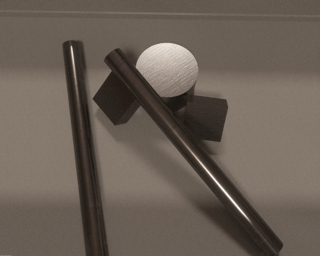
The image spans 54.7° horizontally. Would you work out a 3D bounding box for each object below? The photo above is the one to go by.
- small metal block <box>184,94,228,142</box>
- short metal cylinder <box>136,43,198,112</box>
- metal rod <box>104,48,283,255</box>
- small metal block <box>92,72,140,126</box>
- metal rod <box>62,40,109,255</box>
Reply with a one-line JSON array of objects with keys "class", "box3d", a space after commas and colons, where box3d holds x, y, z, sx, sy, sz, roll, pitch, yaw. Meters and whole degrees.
[{"class": "small metal block", "box3d": [0.057, -0.013, 0.400, 0.050, 0.050, 0.025, 8, 28, 2]}, {"class": "short metal cylinder", "box3d": [0.009, -0.067, 0.421, 0.081, 0.050, 0.080, 0, 70, 0]}, {"class": "metal rod", "box3d": [0.037, 0.026, 0.369, 0.025, 0.025, 0.300, -39, 87, -13]}, {"class": "small metal block", "box3d": [-0.054, -0.040, 0.409, 0.050, 0.025, 0.050, 49, 117, 15]}, {"class": "metal rod", "box3d": [-0.100, 0.017, 0.402, 0.025, 0.025, 0.299, -11, 70, -4]}]
